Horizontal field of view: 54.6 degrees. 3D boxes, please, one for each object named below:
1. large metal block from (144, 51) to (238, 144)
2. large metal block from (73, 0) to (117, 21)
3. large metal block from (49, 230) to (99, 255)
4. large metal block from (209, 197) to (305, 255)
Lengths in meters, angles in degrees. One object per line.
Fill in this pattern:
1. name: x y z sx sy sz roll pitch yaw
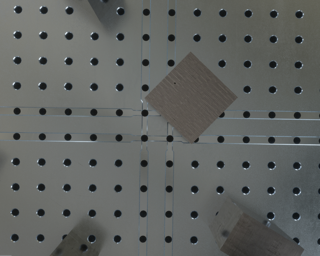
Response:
1. large metal block: 0.038 -0.037 0.401 0.080 0.050 0.080 44 90 0
2. large metal block: -0.099 -0.190 0.385 0.080 0.080 0.050 38 90 0
3. large metal block: -0.129 0.187 0.385 0.050 0.080 0.080 41 90 0
4. large metal block: 0.115 0.136 0.387 0.080 0.080 0.050 32 90 0
